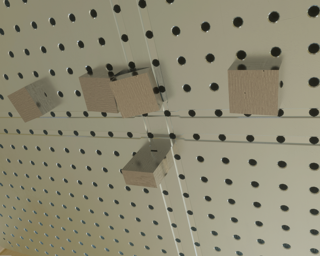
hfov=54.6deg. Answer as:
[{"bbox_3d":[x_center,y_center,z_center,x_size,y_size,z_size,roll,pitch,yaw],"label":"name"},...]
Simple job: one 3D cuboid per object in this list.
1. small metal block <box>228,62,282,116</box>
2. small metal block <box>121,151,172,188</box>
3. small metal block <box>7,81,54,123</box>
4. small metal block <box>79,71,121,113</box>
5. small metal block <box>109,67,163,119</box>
[{"bbox_3d":[0.102,-0.042,0.332,0.050,0.025,0.050,5,121,26],"label":"small metal block"},{"bbox_3d":[-0.018,0.057,0.441,0.050,0.050,0.025,1,119,28],"label":"small metal block"},{"bbox_3d":[-0.207,-0.041,0.496,0.050,0.025,0.050,-16,110,34],"label":"small metal block"},{"bbox_3d":[-0.077,-0.049,0.422,0.050,0.025,0.050,6,121,25],"label":"small metal block"},{"bbox_3d":[-0.029,-0.044,0.392,0.050,0.025,0.050,-12,114,16],"label":"small metal block"}]
